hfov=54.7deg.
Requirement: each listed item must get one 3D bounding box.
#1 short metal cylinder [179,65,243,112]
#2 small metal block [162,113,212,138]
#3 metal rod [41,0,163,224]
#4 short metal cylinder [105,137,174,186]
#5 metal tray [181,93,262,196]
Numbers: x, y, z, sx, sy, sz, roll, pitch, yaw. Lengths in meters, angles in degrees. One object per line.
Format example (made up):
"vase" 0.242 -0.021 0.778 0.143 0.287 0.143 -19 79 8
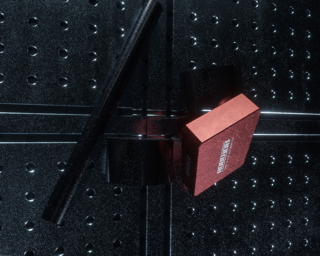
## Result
"short metal cylinder" 0.068 -0.050 0.408 0.081 0.080 0.050 -8 93 -20
"small metal block" 0.036 -0.004 0.413 0.050 0.050 0.025 -10 94 -20
"metal rod" -0.068 -0.027 0.387 0.025 0.025 0.299 27 81 -18
"short metal cylinder" -0.025 0.037 0.374 0.081 0.080 0.050 2 90 -20
"metal tray" 0.072 0.026 0.391 0.091 0.129 0.030 -29 57 -18
